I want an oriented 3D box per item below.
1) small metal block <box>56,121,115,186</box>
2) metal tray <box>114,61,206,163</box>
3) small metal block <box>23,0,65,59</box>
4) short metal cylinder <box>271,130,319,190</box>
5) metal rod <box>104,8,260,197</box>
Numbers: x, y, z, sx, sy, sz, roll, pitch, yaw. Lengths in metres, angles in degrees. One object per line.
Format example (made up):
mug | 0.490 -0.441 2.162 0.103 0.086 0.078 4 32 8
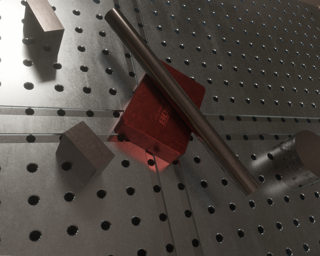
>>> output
small metal block | -0.081 0.028 0.332 0.050 0.050 0.025 47 51 4
metal tray | 0.005 -0.028 0.426 0.090 0.030 0.130 30 52 -9
small metal block | -0.147 -0.124 0.389 0.025 0.050 0.050 -22 74 -36
short metal cylinder | 0.224 0.050 0.485 0.081 0.050 0.080 14 56 -21
metal rod | 0.023 -0.039 0.407 0.025 0.025 0.299 -31 79 -38
